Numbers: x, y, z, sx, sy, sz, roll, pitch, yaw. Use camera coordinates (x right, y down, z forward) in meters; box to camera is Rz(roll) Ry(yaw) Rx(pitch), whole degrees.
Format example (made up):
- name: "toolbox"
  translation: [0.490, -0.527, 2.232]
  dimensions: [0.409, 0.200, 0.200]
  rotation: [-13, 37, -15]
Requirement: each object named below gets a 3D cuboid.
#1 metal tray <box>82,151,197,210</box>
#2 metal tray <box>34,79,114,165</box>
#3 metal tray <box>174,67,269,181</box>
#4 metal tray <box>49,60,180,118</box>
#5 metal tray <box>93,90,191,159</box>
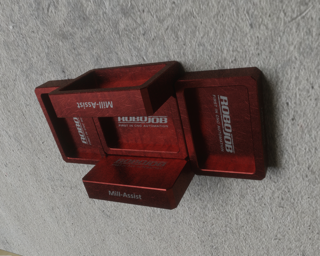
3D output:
- name: "metal tray"
  translation: [-0.025, 0.060, 0.413]
  dimensions: [0.130, 0.090, 0.030]
  rotation: [1, 119, 27]
- name: "metal tray"
  translation: [-0.123, -0.007, 0.463]
  dimensions: [0.090, 0.030, 0.129]
  rotation: [0, 119, 27]
- name: "metal tray"
  translation: [0.074, -0.002, 0.364]
  dimensions: [0.090, 0.030, 0.129]
  rotation: [0, 119, 27]
- name: "metal tray"
  translation: [-0.051, -0.046, 0.363]
  dimensions: [0.130, 0.090, 0.030]
  rotation: [0, 119, 27]
- name: "metal tray"
  translation: [-0.025, -0.007, 0.412]
  dimensions: [0.130, 0.030, 0.089]
  rotation: [1, 119, 27]
